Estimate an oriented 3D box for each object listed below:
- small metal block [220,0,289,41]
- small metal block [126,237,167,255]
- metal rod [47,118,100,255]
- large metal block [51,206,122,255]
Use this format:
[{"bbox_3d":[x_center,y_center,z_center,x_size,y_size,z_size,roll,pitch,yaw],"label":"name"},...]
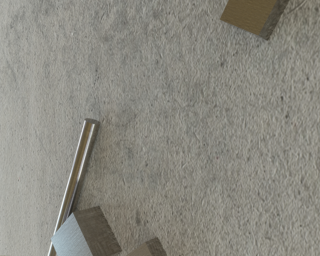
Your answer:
[{"bbox_3d":[0.099,-0.126,0.322,0.050,0.025,0.050,38,113,33],"label":"small metal block"},{"bbox_3d":[-0.015,0.183,0.415,0.050,0.025,0.050,-45,64,30],"label":"small metal block"},{"bbox_3d":[-0.153,0.126,0.528,0.025,0.025,0.298,30,108,35],"label":"metal rod"},{"bbox_3d":[-0.116,0.181,0.482,0.080,0.050,0.080,-49,61,28],"label":"large metal block"}]
